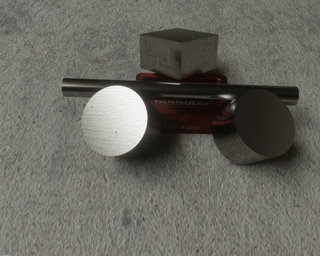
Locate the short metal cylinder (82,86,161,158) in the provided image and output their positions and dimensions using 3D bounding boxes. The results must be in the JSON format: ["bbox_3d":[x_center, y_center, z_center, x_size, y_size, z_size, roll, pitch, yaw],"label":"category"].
[{"bbox_3d":[-0.044,-0.005,0.369,0.080,0.050,0.080,-3,81,17],"label":"short metal cylinder"}]

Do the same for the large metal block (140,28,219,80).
[{"bbox_3d":[0.028,-0.112,0.455,0.080,0.050,0.081,24,36,39],"label":"large metal block"}]

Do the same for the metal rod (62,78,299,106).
[{"bbox_3d":[0.025,-0.048,0.406,0.302,0.025,0.025,2,50,2],"label":"metal rod"}]

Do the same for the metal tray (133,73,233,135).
[{"bbox_3d":[0.030,-0.036,0.432,0.131,0.030,0.090,2,50,1],"label":"metal tray"}]

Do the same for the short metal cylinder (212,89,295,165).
[{"bbox_3d":[0.110,0.000,0.368,0.081,0.050,0.080,6,72,-18],"label":"short metal cylinder"}]
